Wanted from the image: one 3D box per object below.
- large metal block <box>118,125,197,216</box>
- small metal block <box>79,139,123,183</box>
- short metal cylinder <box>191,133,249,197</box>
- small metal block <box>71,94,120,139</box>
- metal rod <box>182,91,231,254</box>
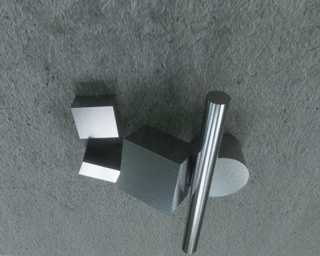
[{"bbox_3d":[-0.004,0.053,0.403,0.080,0.050,0.079,23,121,23],"label":"large metal block"},{"bbox_3d":[-0.079,0.043,0.426,0.050,0.050,0.025,17,128,-14],"label":"small metal block"},{"bbox_3d":[0.079,0.052,0.437,0.081,0.050,0.079,-1,130,-1],"label":"short metal cylinder"},{"bbox_3d":[-0.080,-0.014,0.394,0.050,0.025,0.050,-3,130,1],"label":"small metal block"},{"bbox_3d":[0.054,0.082,0.412,0.025,0.025,0.298,1,130,-2],"label":"metal rod"}]
